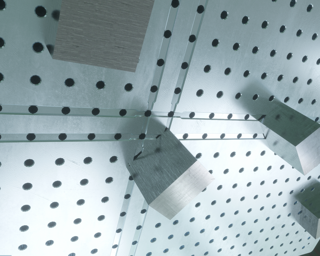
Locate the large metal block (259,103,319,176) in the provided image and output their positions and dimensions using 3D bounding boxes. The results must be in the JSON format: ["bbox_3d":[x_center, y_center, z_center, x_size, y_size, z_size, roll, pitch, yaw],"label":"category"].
[{"bbox_3d":[0.217,0.017,0.503,0.050,0.080,0.080,-38,129,-3],"label":"large metal block"}]

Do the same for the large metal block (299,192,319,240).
[{"bbox_3d":[0.378,0.199,0.723,0.080,0.050,0.080,-25,128,-13],"label":"large metal block"}]

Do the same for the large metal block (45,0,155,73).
[{"bbox_3d":[-0.059,-0.105,0.297,0.081,0.050,0.079,4,117,-30],"label":"large metal block"}]

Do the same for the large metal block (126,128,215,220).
[{"bbox_3d":[0.012,0.061,0.419,0.080,0.080,0.050,-43,129,1],"label":"large metal block"}]
